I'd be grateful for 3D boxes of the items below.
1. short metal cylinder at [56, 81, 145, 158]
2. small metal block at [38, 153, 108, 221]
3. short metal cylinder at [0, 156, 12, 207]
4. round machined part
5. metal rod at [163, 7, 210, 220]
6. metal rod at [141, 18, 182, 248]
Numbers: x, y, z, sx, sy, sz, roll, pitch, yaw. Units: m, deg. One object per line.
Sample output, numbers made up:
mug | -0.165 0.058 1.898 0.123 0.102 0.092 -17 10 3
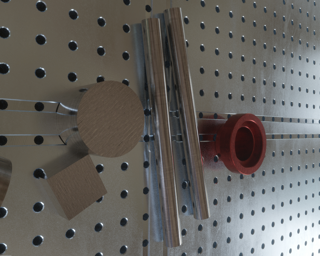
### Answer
short metal cylinder | -0.064 -0.009 0.339 0.081 0.050 0.080 0 90 -40
small metal block | -0.092 0.061 0.332 0.050 0.025 0.050 -34 111 -35
short metal cylinder | -0.161 0.051 0.239 0.050 0.080 0.080 33 70 -35
round machined part | 0.128 0.025 0.505 0.099 0.042 0.097 0 90 -40
metal rod | 0.040 -0.015 0.441 0.025 0.025 0.298 -15 100 -39
metal rod | 0.003 0.010 0.411 0.025 0.025 0.298 -10 96 -40
